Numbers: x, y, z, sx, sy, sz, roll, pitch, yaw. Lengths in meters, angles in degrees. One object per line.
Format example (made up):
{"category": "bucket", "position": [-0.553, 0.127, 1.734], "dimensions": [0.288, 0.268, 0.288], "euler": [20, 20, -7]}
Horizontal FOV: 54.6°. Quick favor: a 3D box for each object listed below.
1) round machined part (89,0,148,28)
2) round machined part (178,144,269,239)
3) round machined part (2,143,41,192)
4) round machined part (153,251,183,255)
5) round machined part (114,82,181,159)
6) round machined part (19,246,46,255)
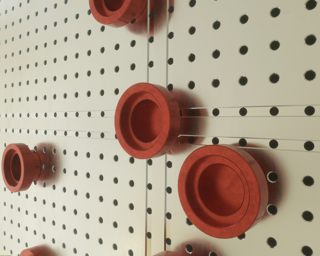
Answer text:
{"category": "round machined part", "position": [-0.055, -0.193, 0.445], "dimensions": [0.098, 0.042, 0.097], "euler": [0, 90, 40]}
{"category": "round machined part", "position": [0.071, 0.066, 0.340], "dimensions": [0.098, 0.042, 0.097], "euler": [0, 90, 40]}
{"category": "round machined part", "position": [-0.280, 0.079, 0.632], "dimensions": [0.098, 0.042, 0.097], "euler": [0, 90, 40]}
{"category": "round machined part", "position": [0.020, 0.202, 0.383], "dimensions": [0.098, 0.042, 0.097], "euler": [0, 90, 40]}
{"category": "round machined part", "position": [-0.012, -0.009, 0.409], "dimensions": [0.098, 0.042, 0.097], "euler": [0, 90, 40]}
{"category": "round machined part", "position": [-0.262, 0.292, 0.617], "dimensions": [0.098, 0.042, 0.097], "euler": [0, 90, 40]}
